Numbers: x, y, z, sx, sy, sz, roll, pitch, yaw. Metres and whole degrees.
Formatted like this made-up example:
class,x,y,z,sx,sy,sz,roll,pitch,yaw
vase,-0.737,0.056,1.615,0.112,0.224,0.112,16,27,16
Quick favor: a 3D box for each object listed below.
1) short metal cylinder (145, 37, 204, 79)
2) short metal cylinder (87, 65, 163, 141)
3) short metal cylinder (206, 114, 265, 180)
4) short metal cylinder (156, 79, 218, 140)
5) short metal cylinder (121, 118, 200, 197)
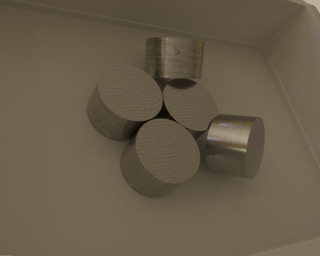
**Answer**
class,x,y,z,sx,sy,sz,roll,pitch,yaw
short metal cylinder,0.020,-0.095,0.429,0.081,0.080,0.050,-3,102,-30
short metal cylinder,-0.044,-0.031,0.384,0.081,0.050,0.080,14,56,-21
short metal cylinder,0.100,0.023,0.403,0.081,0.050,0.079,-17,111,-55
short metal cylinder,0.030,-0.020,0.417,0.081,0.050,0.080,14,56,-21
short metal cylinder,0.000,0.036,0.367,0.081,0.050,0.080,14,56,-21
